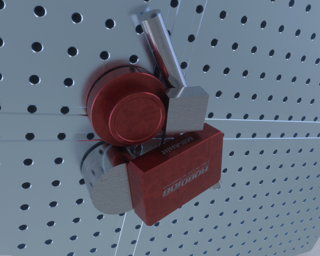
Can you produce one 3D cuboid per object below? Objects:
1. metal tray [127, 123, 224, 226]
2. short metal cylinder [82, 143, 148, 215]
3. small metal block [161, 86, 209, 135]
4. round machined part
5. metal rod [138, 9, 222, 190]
[{"bbox_3d":[0.025,0.058,0.403,0.131,0.030,0.089,-25,129,-29],"label":"metal tray"},{"bbox_3d":[-0.055,0.064,0.399,0.081,0.050,0.079,-14,124,-21],"label":"short metal cylinder"},{"bbox_3d":[0.028,-0.022,0.378,0.050,0.025,0.050,-7,124,-19],"label":"small metal block"},{"bbox_3d":[-0.032,-0.019,0.365,0.099,0.042,0.097,-13,124,-20],"label":"round machined part"},{"bbox_3d":[0.039,-0.014,0.420,0.025,0.025,0.299,-32,129,-8],"label":"metal rod"}]
